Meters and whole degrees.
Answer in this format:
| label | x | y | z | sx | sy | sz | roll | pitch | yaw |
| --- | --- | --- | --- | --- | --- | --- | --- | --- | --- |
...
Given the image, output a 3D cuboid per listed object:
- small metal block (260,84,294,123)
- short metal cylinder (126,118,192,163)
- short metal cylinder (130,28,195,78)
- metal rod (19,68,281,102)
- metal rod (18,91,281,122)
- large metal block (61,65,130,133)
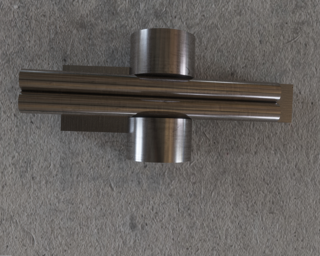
| label | x | y | z | sx | sy | sz | roll | pitch | yaw |
| --- | --- | --- | --- | --- | --- | --- | --- | --- | --- |
| small metal block | 0.146 | -0.033 | 0.413 | 0.050 | 0.025 | 0.050 | 3 | 90 | 0 |
| short metal cylinder | -0.001 | 0.013 | 0.384 | 0.081 | 0.080 | 0.050 | 2 | 90 | 0 |
| short metal cylinder | 0.003 | -0.086 | 0.384 | 0.081 | 0.080 | 0.050 | 2 | 90 | 0 |
| metal rod | -0.004 | -0.049 | 0.366 | 0.302 | 0.025 | 0.025 | 2 | 90 | -8 |
| metal rod | -0.005 | -0.024 | 0.366 | 0.302 | 0.025 | 0.025 | 2 | 90 | -8 |
| large metal block | -0.078 | -0.035 | 0.398 | 0.081 | 0.050 | 0.080 | 2 | 90 | 0 |
